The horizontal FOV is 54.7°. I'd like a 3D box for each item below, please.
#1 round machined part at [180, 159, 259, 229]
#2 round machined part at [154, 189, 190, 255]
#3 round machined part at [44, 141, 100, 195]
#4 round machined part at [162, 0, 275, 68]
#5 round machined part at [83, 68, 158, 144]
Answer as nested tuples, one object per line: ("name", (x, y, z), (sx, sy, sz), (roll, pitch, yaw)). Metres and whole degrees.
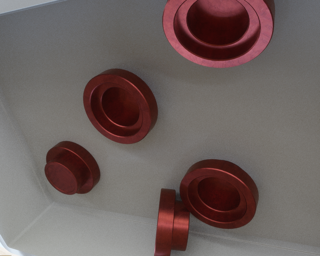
("round machined part", (0.079, 0.081, 0.406), (0.098, 0.042, 0.097), (13, 124, 21))
("round machined part", (0.018, 0.137, 0.441), (0.042, 0.098, 0.097), (6, 123, 2))
("round machined part", (-0.155, 0.074, 0.525), (0.098, 0.042, 0.097), (13, 124, 21))
("round machined part", (0.055, -0.105, 0.287), (0.098, 0.042, 0.098), (12, 149, 7))
("round machined part", (-0.047, -0.031, 0.403), (0.098, 0.042, 0.097), (13, 124, 21))
